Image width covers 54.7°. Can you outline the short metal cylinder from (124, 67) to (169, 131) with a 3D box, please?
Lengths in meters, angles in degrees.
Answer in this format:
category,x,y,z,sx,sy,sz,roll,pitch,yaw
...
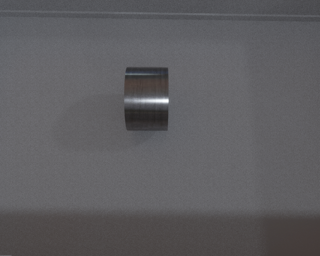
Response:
category,x,y,z,sx,sy,sz,roll,pitch,yaw
short metal cylinder,-0.016,-0.036,0.391,0.050,0.080,0.080,0,70,0
